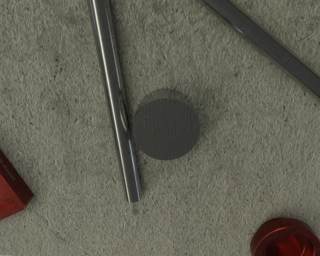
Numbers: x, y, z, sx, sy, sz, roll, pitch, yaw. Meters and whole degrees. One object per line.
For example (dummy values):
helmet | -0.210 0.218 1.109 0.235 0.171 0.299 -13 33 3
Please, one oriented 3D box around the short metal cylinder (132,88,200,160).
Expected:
short metal cylinder | 0.007 -0.006 0.394 0.081 0.050 0.079 0 110 0

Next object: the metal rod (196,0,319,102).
metal rod | 0.117 -0.110 0.370 0.301 0.025 0.025 35 106 -12

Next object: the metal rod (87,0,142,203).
metal rod | -0.056 -0.038 0.395 0.025 0.025 0.298 -7 110 2

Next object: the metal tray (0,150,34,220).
metal tray | -0.253 0.071 0.430 0.090 0.030 0.130 -25 109 8

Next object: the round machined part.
round machined part | 0.185 0.176 0.468 0.099 0.042 0.097 0 110 0
